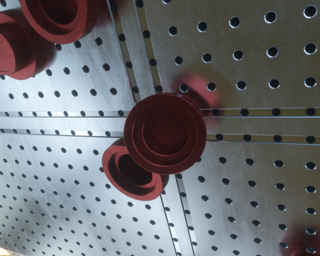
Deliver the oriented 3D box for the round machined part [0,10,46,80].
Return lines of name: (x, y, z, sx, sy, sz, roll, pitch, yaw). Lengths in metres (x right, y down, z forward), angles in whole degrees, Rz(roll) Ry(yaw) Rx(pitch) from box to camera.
round machined part: (-0.216, -0.114, 0.441, 0.098, 0.042, 0.097, 13, 124, 20)

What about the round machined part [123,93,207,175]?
round machined part: (0.008, 0.005, 0.382, 0.099, 0.042, 0.097, 2, 101, 8)

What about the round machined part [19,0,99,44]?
round machined part: (-0.113, -0.152, 0.364, 0.098, 0.042, 0.097, 13, 124, 20)

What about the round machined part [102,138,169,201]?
round machined part: (-0.031, 0.054, 0.447, 0.098, 0.042, 0.097, 15, 127, 21)
